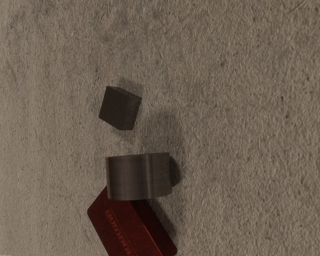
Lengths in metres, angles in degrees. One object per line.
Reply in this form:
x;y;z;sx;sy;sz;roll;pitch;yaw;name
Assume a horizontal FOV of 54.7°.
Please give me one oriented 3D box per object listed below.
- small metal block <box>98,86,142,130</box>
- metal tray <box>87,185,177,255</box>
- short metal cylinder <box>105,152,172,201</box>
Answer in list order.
-0.059;-0.029;0.451;0.050;0.025;0.050;28;107;36;small metal block
-0.045;0.143;0.436;0.090;0.030;0.130;-52;60;28;metal tray
-0.026;0.058;0.389;0.080;0.081;0.050;-7;85;39;short metal cylinder
